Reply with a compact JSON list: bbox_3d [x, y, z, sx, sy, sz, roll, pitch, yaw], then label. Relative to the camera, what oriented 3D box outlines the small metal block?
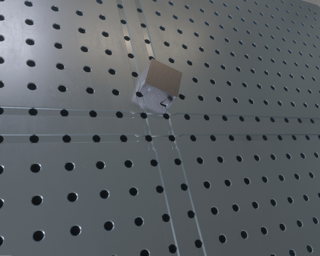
[{"bbox_3d":[0.001,-0.066,0.448,0.050,0.025,0.050,23,53,-14],"label":"small metal block"}]
